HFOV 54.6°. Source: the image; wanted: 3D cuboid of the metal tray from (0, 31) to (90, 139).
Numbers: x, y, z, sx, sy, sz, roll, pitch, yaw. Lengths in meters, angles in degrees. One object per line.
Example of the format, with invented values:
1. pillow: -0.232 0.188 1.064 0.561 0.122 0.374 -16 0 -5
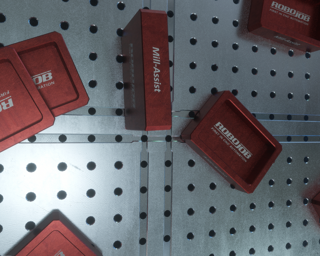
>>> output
1. metal tray: -0.159 -0.045 0.351 0.131 0.030 0.090 -25 98 -18

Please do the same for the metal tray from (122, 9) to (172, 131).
1. metal tray: -0.019 -0.062 0.370 0.030 0.090 0.129 -3 91 -20

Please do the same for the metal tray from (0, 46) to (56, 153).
1. metal tray: -0.185 -0.013 0.308 0.131 0.030 0.090 -31 100 -17

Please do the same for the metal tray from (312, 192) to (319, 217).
1. metal tray: 0.331 0.122 0.531 0.131 0.030 0.090 -36 102 -16

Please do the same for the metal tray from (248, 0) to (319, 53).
1. metal tray: 0.206 -0.180 0.484 0.131 0.030 0.090 11 86 -20

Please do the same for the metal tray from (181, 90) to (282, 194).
1. metal tray: 0.106 0.021 0.448 0.130 0.030 0.090 43 77 -15

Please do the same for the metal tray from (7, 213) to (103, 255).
1. metal tray: -0.140 0.177 0.358 0.130 0.030 0.090 -43 104 -15
